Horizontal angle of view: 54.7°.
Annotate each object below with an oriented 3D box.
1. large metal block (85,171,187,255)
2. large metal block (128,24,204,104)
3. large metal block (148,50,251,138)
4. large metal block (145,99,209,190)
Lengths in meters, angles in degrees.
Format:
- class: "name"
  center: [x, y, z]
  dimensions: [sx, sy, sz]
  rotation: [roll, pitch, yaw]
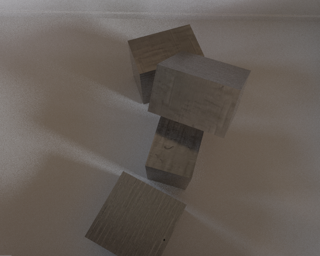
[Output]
- class: "large metal block"
  center: [-0.025, 0.108, 0.357]
  dimensions: [0.080, 0.050, 0.080]
  rotation: [27, 72, 9]
- class: "large metal block"
  center: [0.007, -0.081, 0.409]
  dimensions: [0.081, 0.080, 0.050]
  rotation: [-17, 69, -7]
- class: "large metal block"
  center: [0.044, -0.040, 0.326]
  dimensions: [0.080, 0.050, 0.080]
  rotation: [20, 28, 14]
- class: "large metal block"
  center: [0.020, 0.023, 0.372]
  dimensions: [0.050, 0.080, 0.080]
  rotation: [15, 71, 5]
